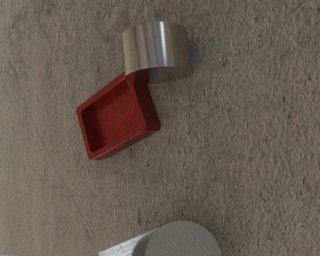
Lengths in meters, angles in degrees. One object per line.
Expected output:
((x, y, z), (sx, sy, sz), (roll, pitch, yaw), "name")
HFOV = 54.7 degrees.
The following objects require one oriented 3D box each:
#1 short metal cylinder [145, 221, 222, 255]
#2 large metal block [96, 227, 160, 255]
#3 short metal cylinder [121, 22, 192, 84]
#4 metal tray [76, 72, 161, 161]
((0.026, 0.144, 0.342), (0.080, 0.050, 0.080), (-1, 73, 4), "short metal cylinder")
((-0.026, 0.179, 0.382), (0.080, 0.081, 0.050), (66, 156, 18), "large metal block")
((-0.004, -0.087, 0.373), (0.080, 0.081, 0.050), (-9, 84, 39), "short metal cylinder")
((-0.066, -0.015, 0.456), (0.130, 0.030, 0.090), (-29, 72, 36), "metal tray")
